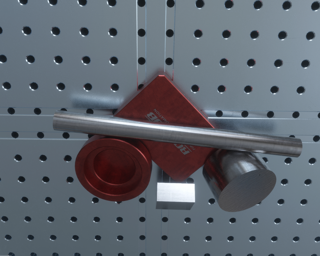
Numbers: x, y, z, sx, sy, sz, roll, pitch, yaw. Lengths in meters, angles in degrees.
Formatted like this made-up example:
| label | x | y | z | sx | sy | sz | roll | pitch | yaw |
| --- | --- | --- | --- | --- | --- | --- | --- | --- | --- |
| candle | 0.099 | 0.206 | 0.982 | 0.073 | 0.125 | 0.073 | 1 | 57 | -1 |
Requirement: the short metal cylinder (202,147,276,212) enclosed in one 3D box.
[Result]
| label | x | y | z | sx | sy | sz | roll | pitch | yaw |
| --- | --- | --- | --- | --- | --- | --- | --- | --- | --- |
| short metal cylinder | 0.103 | 0.065 | 0.409 | 0.081 | 0.050 | 0.079 | -11 | 131 | -13 |

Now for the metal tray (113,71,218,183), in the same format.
| label | x | y | z | sx | sy | sz | roll | pitch | yaw |
| --- | --- | --- | --- | --- | --- | --- | --- | --- | --- |
| metal tray | 0.014 | 0.001 | 0.413 | 0.090 | 0.030 | 0.130 | -42 | 106 | 13 |

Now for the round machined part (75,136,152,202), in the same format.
| label | x | y | z | sx | sy | sz | roll | pitch | yaw |
| --- | --- | --- | --- | --- | --- | --- | --- | --- | --- |
| round machined part | -0.059 | 0.047 | 0.416 | 0.099 | 0.042 | 0.097 | 2 | 116 | 4 |

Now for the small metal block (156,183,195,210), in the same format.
| label | x | y | z | sx | sy | sz | roll | pitch | yaw |
| --- | --- | --- | --- | --- | --- | --- | --- | --- | --- |
| small metal block | 0.020 | 0.097 | 0.435 | 0.050 | 0.025 | 0.050 | 2 | 153 | -2 |

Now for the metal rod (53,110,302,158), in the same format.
| label | x | y | z | sx | sy | sz | roll | pitch | yaw |
| --- | --- | --- | --- | --- | --- | --- | --- | --- | --- |
| metal rod | 0.024 | 0.008 | 0.383 | 0.302 | 0.025 | 0.025 | 7 | 110 | -3 |
